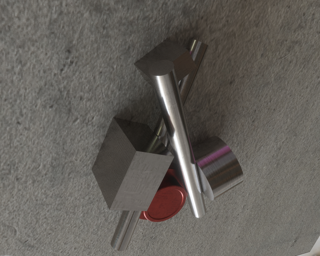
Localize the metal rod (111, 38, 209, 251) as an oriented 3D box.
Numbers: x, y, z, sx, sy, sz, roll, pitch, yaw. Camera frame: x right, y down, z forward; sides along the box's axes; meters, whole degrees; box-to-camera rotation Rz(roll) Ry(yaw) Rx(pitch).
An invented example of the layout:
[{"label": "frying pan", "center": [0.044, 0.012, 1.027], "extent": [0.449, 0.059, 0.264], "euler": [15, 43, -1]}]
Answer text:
[{"label": "metal rod", "center": [-0.005, 0.032, 0.407], "extent": [0.025, 0.025, 0.298], "euler": [12, 106, -34]}]

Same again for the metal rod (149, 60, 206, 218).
[{"label": "metal rod", "center": [0.033, 0.040, 0.408], "extent": [0.025, 0.025, 0.299], "euler": [-29, 137, -10]}]

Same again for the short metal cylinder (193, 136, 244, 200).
[{"label": "short metal cylinder", "center": [0.077, 0.058, 0.453], "extent": [0.050, 0.080, 0.080], "euler": [-29, 129, -11]}]

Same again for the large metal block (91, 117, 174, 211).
[{"label": "large metal block", "center": [-0.037, 0.044, 0.381], "extent": [0.050, 0.080, 0.079], "euler": [12, 112, -34]}]

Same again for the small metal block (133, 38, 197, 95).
[{"label": "small metal block", "center": [0.005, -0.071, 0.352], "extent": [0.050, 0.050, 0.025], "euler": [-38, 130, -3]}]

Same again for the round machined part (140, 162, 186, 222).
[{"label": "round machined part", "center": [0.000, 0.101, 0.462], "extent": [0.099, 0.042, 0.097], "euler": [-14, 125, -21]}]
